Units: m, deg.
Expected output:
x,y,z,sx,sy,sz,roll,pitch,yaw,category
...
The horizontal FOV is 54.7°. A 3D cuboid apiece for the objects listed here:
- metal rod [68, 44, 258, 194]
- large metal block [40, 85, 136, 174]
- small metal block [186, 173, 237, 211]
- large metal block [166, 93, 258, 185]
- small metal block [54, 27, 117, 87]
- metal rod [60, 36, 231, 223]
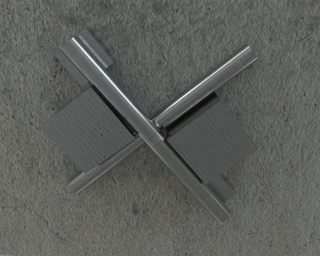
x,y,z,sx,sy,sz,roll,pitch,yaw,category
-0.005,-0.005,0.410,0.300,0.025,0.025,-37,106,12,metal rod
-0.086,-0.003,0.394,0.080,0.050,0.080,-35,107,12,large metal block
0.072,0.086,0.444,0.050,0.025,0.050,-41,105,13,small metal block
0.065,0.012,0.402,0.080,0.050,0.080,-37,106,12,large metal block
-0.090,-0.087,0.379,0.050,0.025,0.050,-36,107,12,small metal block
-0.008,0.013,0.388,0.025,0.025,0.300,-38,106,12,metal rod
